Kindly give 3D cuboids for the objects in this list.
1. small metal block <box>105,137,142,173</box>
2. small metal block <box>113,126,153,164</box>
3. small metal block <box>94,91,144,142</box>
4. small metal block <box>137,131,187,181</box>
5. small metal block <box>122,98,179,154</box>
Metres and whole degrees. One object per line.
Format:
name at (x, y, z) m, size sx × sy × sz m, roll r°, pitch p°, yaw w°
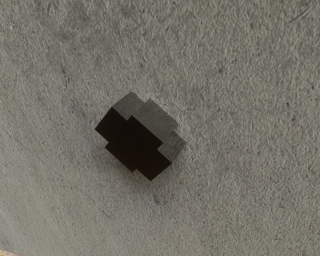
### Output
small metal block at (-0.038, 0.024, 0.425) m, size 0.050 × 0.050 × 0.025 m, roll 43°, pitch 129°, yaw -2°
small metal block at (-0.025, 0.010, 0.409) m, size 0.050 × 0.050 × 0.025 m, roll 43°, pitch 129°, yaw -2°
small metal block at (-0.052, -0.016, 0.408) m, size 0.025 × 0.050 × 0.050 m, roll 43°, pitch 129°, yaw -2°
small metal block at (0.002, 0.036, 0.411) m, size 0.025 × 0.050 × 0.050 m, roll 43°, pitch 129°, yaw -2°
small metal block at (-0.011, -0.004, 0.393) m, size 0.050 × 0.050 × 0.025 m, roll 42°, pitch 129°, yaw -1°
